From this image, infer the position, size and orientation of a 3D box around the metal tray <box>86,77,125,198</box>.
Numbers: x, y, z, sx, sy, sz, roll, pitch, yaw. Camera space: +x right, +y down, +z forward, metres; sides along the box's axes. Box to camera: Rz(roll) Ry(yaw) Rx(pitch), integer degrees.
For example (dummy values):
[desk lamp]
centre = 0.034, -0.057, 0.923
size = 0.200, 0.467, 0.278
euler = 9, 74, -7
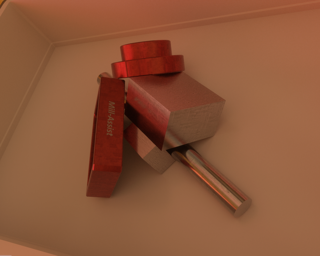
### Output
[metal tray]
centre = -0.069, 0.012, 0.391
size = 0.030, 0.089, 0.130
euler = 7, 56, -15

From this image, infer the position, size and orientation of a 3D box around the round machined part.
[round machined part]
centre = -0.017, -0.093, 0.419
size = 0.098, 0.099, 0.042
euler = -2, 102, 27

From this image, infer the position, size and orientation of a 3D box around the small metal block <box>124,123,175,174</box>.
[small metal block]
centre = -0.014, 0.023, 0.379
size = 0.025, 0.050, 0.050
euler = -44, 51, -2

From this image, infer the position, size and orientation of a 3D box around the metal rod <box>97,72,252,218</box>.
[metal rod]
centre = -0.003, 0.001, 0.403
size = 0.025, 0.025, 0.300
euler = -45, 51, -3

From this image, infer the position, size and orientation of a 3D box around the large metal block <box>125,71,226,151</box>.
[large metal block]
centre = 0.015, -0.024, 0.368
size = 0.081, 0.050, 0.080
euler = -14, 41, -35
